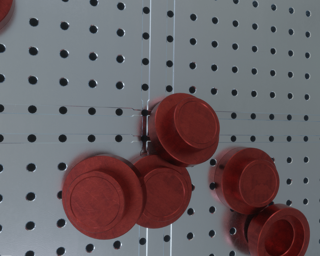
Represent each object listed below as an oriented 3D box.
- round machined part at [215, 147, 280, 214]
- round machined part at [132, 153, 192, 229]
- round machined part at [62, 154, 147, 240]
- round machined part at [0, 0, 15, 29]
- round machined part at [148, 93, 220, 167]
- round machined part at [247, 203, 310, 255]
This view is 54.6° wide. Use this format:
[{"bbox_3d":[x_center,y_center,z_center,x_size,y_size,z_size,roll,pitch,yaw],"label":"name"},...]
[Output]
[{"bbox_3d":[0.133,0.078,0.452,0.099,0.042,0.097,0,90,-20],"label":"round machined part"},{"bbox_3d":[-0.002,0.082,0.403,0.099,0.042,0.097,0,90,-20],"label":"round machined part"},{"bbox_3d":[-0.067,0.080,0.357,0.098,0.042,0.097,0,90,9],"label":"round machined part"},{"bbox_3d":[-0.209,-0.149,0.326,0.099,0.042,0.097,0,90,-20],"label":"round machined part"},{"bbox_3d":[0.038,-0.001,0.401,0.099,0.042,0.098,10,67,-26],"label":"round machined part"},{"bbox_3d":[0.171,0.160,0.463,0.099,0.042,0.097,-2,95,-23],"label":"round machined part"}]
